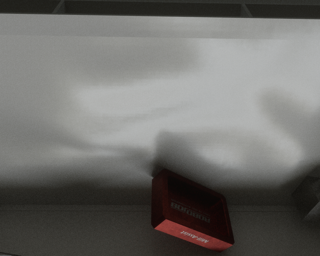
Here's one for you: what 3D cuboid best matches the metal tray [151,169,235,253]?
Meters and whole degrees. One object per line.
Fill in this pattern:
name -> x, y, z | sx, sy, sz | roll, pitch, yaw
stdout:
metal tray -> 0.049, 0.126, 0.474 | 0.131, 0.090, 0.030 | 27, 125, -22

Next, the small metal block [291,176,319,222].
small metal block -> 0.241, 0.113, 0.493 | 0.025, 0.050, 0.050 | 10, 129, -9

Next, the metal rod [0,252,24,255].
metal rod -> -0.179, 0.182, 0.406 | 0.302, 0.025, 0.025 | 18, 128, -15
